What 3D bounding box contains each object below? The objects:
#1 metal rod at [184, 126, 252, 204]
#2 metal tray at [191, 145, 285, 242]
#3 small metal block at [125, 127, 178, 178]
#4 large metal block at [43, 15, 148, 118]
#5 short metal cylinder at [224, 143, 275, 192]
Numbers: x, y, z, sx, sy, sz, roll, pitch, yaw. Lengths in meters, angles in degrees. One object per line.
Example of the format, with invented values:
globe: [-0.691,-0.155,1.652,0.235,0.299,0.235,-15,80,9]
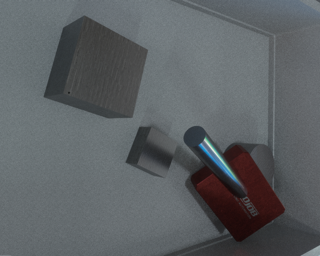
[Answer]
metal rod: [0.106,0.080,0.439,0.300,0.025,0.025,46,62,-48]
metal tray: [0.119,0.100,0.467,0.090,0.030,0.130,-36,111,3]
small metal block: [-0.010,0.032,0.401,0.050,0.025,0.050,32,70,-36]
large metal block: [-0.067,-0.060,0.335,0.080,0.050,0.080,20,78,-39]
short metal cylinder: [0.147,0.065,0.517,0.081,0.050,0.079,0,91,-40]
